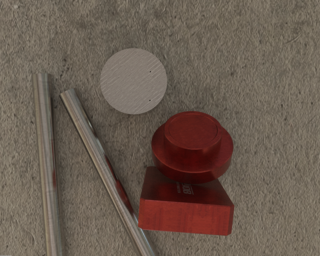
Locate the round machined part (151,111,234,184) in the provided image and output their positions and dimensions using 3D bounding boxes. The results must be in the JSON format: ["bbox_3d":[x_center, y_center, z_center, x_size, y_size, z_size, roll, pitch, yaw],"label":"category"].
[{"bbox_3d":[0.039,0.016,0.373,0.099,0.098,0.042,-1,131,0],"label":"round machined part"}]

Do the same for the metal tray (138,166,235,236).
[{"bbox_3d":[0.026,0.077,0.357,0.091,0.130,0.030,4,97,0],"label":"metal tray"}]

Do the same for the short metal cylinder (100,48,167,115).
[{"bbox_3d":[-0.032,-0.056,0.397,0.081,0.050,0.080,0,90,0],"label":"short metal cylinder"}]

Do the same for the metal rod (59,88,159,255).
[{"bbox_3d":[-0.056,0.087,0.409,0.025,0.025,0.299,-26,90,0],"label":"metal rod"}]

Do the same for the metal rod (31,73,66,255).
[{"bbox_3d":[-0.144,0.079,0.408,0.025,0.025,0.298,-5,90,0],"label":"metal rod"}]
